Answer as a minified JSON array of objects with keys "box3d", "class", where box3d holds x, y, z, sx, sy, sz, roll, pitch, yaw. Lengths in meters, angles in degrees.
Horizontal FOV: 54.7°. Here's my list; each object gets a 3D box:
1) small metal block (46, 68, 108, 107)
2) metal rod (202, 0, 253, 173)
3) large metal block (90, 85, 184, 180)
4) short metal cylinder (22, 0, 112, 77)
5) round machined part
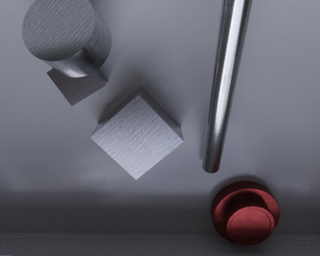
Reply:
[{"box3d":[-0.102,-0.063,0.387,0.050,0.025,0.050,-30,108,10],"class":"small metal block"},{"box3d":[0.067,-0.047,0.324,0.025,0.025,0.298,-2,138,0],"class":"metal rod"},{"box3d":[-0.028,0.005,0.400,0.080,0.050,0.080,-40,106,13],"class":"large metal block"},{"box3d":[-0.100,-0.102,0.341,0.080,0.050,0.080,-2,80,11],"class":"short metal cylinder"},{"box3d":[0.126,0.130,0.452,0.099,0.042,0.097,0,110,-1],"class":"round machined part"}]
